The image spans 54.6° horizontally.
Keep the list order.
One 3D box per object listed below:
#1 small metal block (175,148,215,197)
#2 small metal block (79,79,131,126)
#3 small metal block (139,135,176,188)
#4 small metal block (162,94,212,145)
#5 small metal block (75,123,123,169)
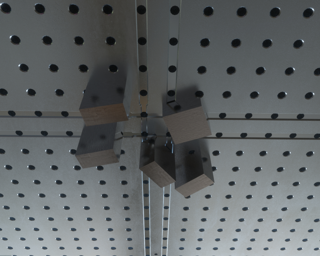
[{"bbox_3d":[0.048,0.065,0.450,0.050,0.050,0.025,-33,123,25],"label":"small metal block"},{"bbox_3d":[-0.063,-0.031,0.368,0.050,0.050,0.025,-8,130,6],"label":"small metal block"},{"bbox_3d":[-0.003,0.047,0.435,0.025,0.050,0.050,-29,125,22],"label":"small metal block"},{"bbox_3d":[0.035,-0.010,0.403,0.050,0.025,0.050,-16,129,13],"label":"small metal block"},{"bbox_3d":[-0.080,0.024,0.414,0.050,0.050,0.025,-11,129,9],"label":"small metal block"}]
